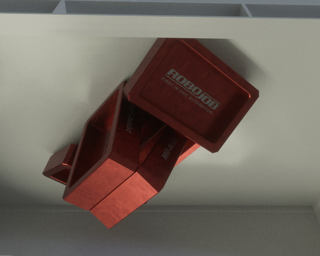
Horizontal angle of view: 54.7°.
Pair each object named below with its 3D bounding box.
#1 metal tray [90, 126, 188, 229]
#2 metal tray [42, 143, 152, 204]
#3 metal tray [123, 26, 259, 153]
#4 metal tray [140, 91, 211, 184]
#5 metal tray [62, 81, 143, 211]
[{"bbox_3d":[-0.018,0.048,0.363,0.030,0.131,0.090,45,119,-5],"label":"metal tray"},{"bbox_3d":[-0.089,0.073,0.442,0.130,0.030,0.090,32,147,-25],"label":"metal tray"},{"bbox_3d":[0.037,-0.040,0.348,0.131,0.030,0.090,32,98,-24],"label":"metal tray"},{"bbox_3d":[-0.006,0.016,0.417,0.090,0.030,0.129,32,123,-25],"label":"metal tray"},{"bbox_3d":[-0.060,0.015,0.349,0.030,0.130,0.090,33,123,-24],"label":"metal tray"}]
